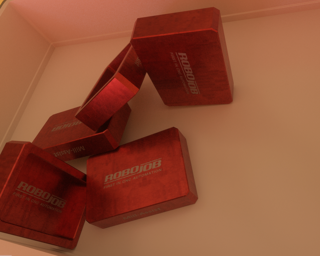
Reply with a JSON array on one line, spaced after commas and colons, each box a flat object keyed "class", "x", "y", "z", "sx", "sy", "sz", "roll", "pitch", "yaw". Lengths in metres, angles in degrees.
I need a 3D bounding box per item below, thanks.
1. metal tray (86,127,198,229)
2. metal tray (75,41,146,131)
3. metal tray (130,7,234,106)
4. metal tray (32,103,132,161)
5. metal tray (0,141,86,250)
[{"class": "metal tray", "x": -0.027, "y": 0.061, "z": 0.378, "sx": 0.130, "sy": 0.030, "sz": 0.090, "roll": -20, "pitch": 54, "yaw": 16}, {"class": "metal tray", "x": -0.053, "y": -0.065, "z": 0.400, "sx": 0.090, "sy": 0.030, "sz": 0.130, "roll": -37, "pitch": 23, "yaw": 33}, {"class": "metal tray", "x": 0.032, "y": -0.073, "z": 0.359, "sx": 0.090, "sy": 0.130, "sz": 0.030, "roll": -1, "pitch": 61, "yaw": 20}, {"class": "metal tray", "x": -0.112, "y": 0.003, "z": 0.437, "sx": 0.130, "sy": 0.030, "sz": 0.090, "roll": -14, "pitch": 34, "yaw": 19}, {"class": "metal tray", "x": -0.134, "y": 0.081, "z": 0.357, "sx": 0.030, "sy": 0.130, "sz": 0.090, "roll": 1, "pitch": 63, "yaw": 29}]
